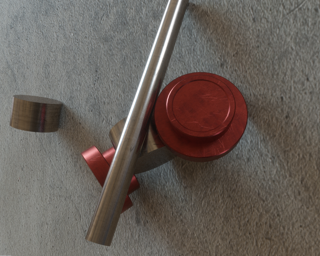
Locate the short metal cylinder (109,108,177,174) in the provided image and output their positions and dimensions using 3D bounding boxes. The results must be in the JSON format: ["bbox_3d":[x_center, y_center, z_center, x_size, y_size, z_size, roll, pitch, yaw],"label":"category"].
[{"bbox_3d":[-0.016,0.017,0.380,0.080,0.081,0.050,-39,67,33],"label":"short metal cylinder"}]

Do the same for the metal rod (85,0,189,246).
[{"bbox_3d":[-0.017,-0.027,0.340,0.025,0.025,0.299,2,67,39],"label":"metal rod"}]

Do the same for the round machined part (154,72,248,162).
[{"bbox_3d":[0.042,-0.016,0.325,0.099,0.042,0.098,-2,71,5],"label":"round machined part"}]

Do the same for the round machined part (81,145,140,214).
[{"bbox_3d":[-0.063,0.064,0.422,0.098,0.042,0.098,51,164,22],"label":"round machined part"}]

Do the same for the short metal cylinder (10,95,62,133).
[{"bbox_3d":[-0.218,-0.026,0.545,0.080,0.081,0.050,18,102,38],"label":"short metal cylinder"}]
